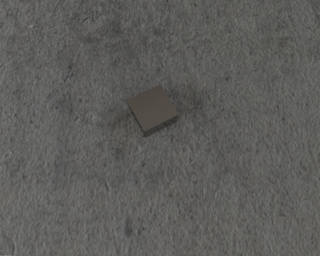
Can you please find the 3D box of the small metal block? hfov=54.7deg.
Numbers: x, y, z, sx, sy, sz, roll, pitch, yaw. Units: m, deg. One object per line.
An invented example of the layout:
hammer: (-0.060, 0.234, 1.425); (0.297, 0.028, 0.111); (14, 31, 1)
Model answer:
small metal block: (-0.010, -0.023, 0.416); (0.050, 0.025, 0.050); (-27, 73, -10)
